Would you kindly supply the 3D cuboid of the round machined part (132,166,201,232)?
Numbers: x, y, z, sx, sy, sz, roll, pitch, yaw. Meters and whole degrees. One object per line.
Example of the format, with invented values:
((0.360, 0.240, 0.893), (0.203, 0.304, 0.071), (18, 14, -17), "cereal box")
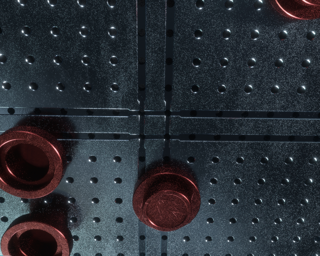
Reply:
((0.010, 0.108, 0.444), (0.099, 0.042, 0.097), (0, 110, -1), "round machined part")

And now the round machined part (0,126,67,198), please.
((-0.174, 0.042, 0.417), (0.099, 0.042, 0.097), (0, 110, -1), "round machined part")

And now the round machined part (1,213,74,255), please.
((-0.179, 0.167, 0.464), (0.099, 0.042, 0.097), (0, 110, -1), "round machined part")

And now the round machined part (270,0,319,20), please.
((0.172, -0.172, 0.344), (0.099, 0.042, 0.097), (0, 110, -1), "round machined part")
